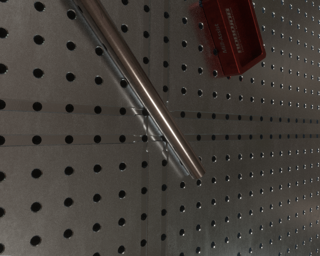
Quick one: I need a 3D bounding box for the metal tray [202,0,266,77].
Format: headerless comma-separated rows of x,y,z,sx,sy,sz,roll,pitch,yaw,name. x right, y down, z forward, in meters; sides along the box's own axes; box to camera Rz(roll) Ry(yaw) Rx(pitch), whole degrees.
0.126,-0.162,0.514,0.091,0.030,0.129,-35,112,-35,metal tray

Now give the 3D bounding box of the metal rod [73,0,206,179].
-0.018,-0.046,0.395,0.025,0.025,0.299,-49,119,-29,metal rod
